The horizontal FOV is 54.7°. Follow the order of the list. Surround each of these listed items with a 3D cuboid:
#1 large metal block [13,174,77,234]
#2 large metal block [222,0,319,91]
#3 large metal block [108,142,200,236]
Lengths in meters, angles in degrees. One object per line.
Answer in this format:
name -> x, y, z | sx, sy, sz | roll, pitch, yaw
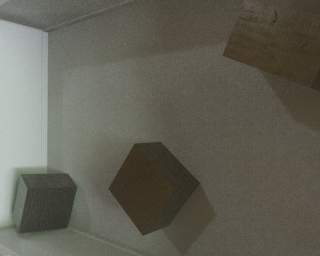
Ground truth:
large metal block -> -0.196, 0.125, 0.527 | 0.050, 0.081, 0.079 | 32, 110, 49
large metal block -> 0.117, -0.069, 0.274 | 0.080, 0.081, 0.050 | 32, 110, 35
large metal block -> -0.010, 0.075, 0.399 | 0.080, 0.050, 0.080 | 46, 117, 30
